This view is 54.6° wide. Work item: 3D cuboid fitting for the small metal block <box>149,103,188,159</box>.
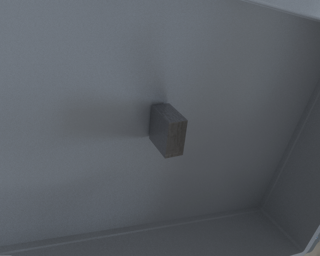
[{"bbox_3d":[0.009,0.003,0.394,0.025,0.050,0.050,-9,122,-24],"label":"small metal block"}]
